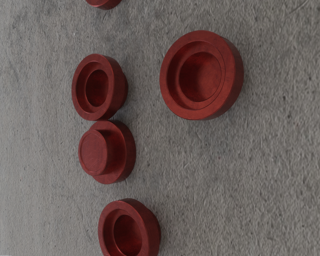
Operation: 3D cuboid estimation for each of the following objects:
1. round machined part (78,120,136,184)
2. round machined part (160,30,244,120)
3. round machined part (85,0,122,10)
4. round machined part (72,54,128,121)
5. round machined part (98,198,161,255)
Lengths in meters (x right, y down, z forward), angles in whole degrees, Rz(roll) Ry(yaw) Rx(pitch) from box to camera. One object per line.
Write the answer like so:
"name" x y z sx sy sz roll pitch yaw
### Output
"round machined part" -0.085 0.036 0.465 0.098 0.042 0.097 0 90 40
"round machined part" 0.050 -0.057 0.352 0.098 0.042 0.097 0 90 40
"round machined part" -0.091 -0.235 0.469 0.098 0.042 0.097 0 90 40
"round machined part" -0.086 -0.059 0.464 0.098 0.042 0.097 -1 88 40
"round machined part" -0.037 0.145 0.425 0.098 0.042 0.097 0 90 40
